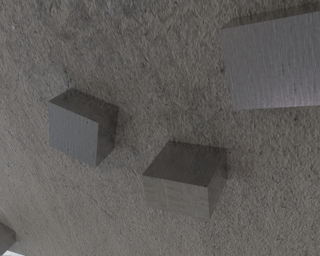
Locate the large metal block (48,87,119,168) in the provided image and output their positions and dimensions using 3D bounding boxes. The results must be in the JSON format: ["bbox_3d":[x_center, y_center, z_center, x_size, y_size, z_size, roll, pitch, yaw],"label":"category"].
[{"bbox_3d":[-0.111,-0.001,0.449,0.080,0.050,0.079,23,127,14],"label":"large metal block"}]

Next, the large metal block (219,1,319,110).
[{"bbox_3d":[0.108,-0.066,0.293,0.080,0.050,0.080,-2,118,29],"label":"large metal block"}]

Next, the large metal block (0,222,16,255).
[{"bbox_3d":[-0.420,0.279,0.766,0.080,0.080,0.050,27,128,11],"label":"large metal block"}]

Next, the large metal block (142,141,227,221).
[{"bbox_3d":[0.035,0.062,0.392,0.080,0.080,0.050,7,121,25],"label":"large metal block"}]
